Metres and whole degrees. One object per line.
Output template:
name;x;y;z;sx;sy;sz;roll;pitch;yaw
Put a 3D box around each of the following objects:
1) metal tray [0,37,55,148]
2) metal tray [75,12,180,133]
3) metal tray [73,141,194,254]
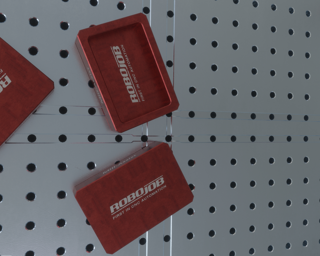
metal tray;-0.193;-0.028;0.339;0.090;0.030;0.130;42;77;-15
metal tray;-0.040;-0.069;0.394;0.091;0.030;0.129;-24;98;-19
metal tray;-0.032;0.085;0.398;0.131;0.030;0.090;-29;100;-18
